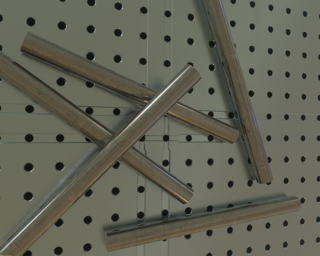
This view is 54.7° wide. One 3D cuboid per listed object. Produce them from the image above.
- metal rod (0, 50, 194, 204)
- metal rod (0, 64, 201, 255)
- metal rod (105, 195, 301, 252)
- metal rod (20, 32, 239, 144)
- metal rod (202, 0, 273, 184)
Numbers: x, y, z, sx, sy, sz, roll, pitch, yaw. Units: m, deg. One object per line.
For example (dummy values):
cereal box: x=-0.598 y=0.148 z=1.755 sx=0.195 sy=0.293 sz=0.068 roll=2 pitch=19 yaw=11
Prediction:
metal rod: x=-0.077 y=0.007 z=0.384 sx=0.301 sy=0.025 sz=0.025 roll=37 pitch=78 yaw=-17
metal rod: x=-0.065 y=0.036 z=0.365 sx=0.300 sy=0.025 sz=0.025 roll=-45 pitch=105 yaw=-5
metal rod: x=0.074 y=0.131 z=0.441 sx=0.303 sy=0.025 sz=0.025 roll=-5 pitch=92 yaw=-20
metal rod: x=-0.024 y=-0.043 z=0.404 sx=0.302 sy=0.025 sz=0.025 roll=23 pitch=82 yaw=-19
metal rod: x=0.114 y=-0.061 z=0.456 sx=0.025 sy=0.025 sz=0.298 roll=-21 pitch=97 yaw=-19
